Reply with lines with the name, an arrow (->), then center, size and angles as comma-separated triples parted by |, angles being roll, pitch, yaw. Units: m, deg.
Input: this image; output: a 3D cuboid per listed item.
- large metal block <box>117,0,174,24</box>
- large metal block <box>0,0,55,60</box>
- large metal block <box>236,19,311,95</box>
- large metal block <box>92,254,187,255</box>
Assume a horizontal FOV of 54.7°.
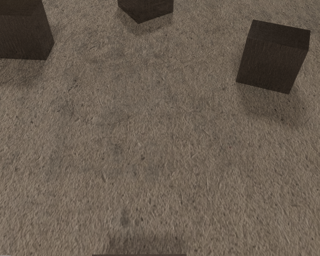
large metal block -> -0.029, -0.254, 0.600 | 0.081, 0.050, 0.080 | -27, 55, -21
large metal block -> -0.226, -0.158, 0.497 | 0.080, 0.080, 0.050 | 3, 50, 2
large metal block -> 0.164, -0.104, 0.457 | 0.080, 0.080, 0.050 | 16, 52, 12
large metal block -> -0.017, 0.154, 0.257 | 0.081, 0.050, 0.080 | 0, 50, -1
